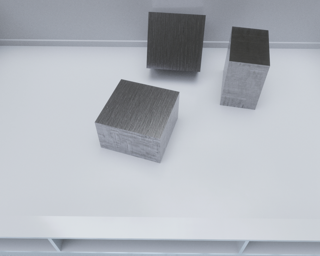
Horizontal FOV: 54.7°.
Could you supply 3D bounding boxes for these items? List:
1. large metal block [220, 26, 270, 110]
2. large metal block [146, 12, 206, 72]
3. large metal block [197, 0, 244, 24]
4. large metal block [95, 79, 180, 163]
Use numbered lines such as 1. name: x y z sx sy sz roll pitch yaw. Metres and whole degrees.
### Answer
1. large metal block: 0.119 -0.085 0.441 0.050 0.080 0.080 9 51 7
2. large metal block: 0.024 -0.132 0.471 0.080 0.079 0.050 5 21 4
3. large metal block: 0.120 -0.259 0.591 0.080 0.080 0.050 -35 58 -25
4. large metal block: -0.026 -0.010 0.397 0.080 0.050 0.080 14 51 11
